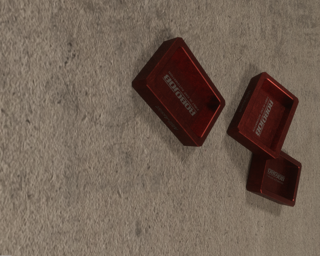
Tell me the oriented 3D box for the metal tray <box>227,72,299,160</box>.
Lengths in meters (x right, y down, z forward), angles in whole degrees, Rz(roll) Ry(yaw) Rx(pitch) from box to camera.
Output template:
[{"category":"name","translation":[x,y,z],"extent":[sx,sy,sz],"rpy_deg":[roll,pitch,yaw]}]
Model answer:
[{"category":"metal tray","translation":[0.181,-0.021,0.536],"extent":[0.090,0.030,0.130],"rpy_deg":[35,67,-13]}]

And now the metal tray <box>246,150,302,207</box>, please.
[{"category":"metal tray","translation":[0.221,0.091,0.590],"extent":[0.131,0.030,0.090],"rpy_deg":[26,73,-37]}]

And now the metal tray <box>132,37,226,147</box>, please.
[{"category":"metal tray","translation":[0.032,-0.047,0.430],"extent":[0.130,0.030,0.090],"rpy_deg":[48,61,-29]}]
